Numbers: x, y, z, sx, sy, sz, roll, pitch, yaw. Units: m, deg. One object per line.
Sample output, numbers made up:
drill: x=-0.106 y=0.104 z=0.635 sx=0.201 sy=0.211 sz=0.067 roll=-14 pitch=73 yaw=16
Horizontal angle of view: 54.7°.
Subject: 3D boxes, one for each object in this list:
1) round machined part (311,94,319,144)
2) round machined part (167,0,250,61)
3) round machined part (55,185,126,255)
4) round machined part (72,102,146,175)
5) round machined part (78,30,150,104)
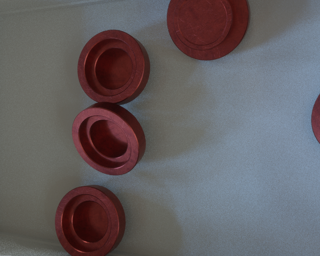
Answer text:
round machined part: x=0.210 y=-0.010 z=0.310 sx=0.098 sy=0.042 sz=0.098 roll=-30 pitch=50 yaw=44
round machined part: x=0.054 y=-0.129 z=0.366 sx=0.098 sy=0.042 sz=0.097 roll=8 pitch=113 yaw=18
round machined part: x=-0.092 y=0.128 z=0.431 sx=0.098 sy=0.042 sz=0.097 roll=-2 pitch=84 yaw=19
round machined part: x=-0.063 y=0.011 z=0.411 sx=0.098 sy=0.042 sz=0.097 roll=10 pitch=118 yaw=19
round machined part: x=-0.059 y=-0.079 z=0.422 sx=0.098 sy=0.042 sz=0.097 roll=0 pitch=90 yaw=20
